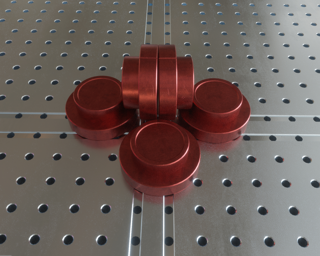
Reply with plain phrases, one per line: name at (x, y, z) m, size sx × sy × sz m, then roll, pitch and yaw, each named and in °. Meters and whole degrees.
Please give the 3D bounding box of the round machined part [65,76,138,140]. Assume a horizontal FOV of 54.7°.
round machined part at (-0.080, -0.034, 0.424) m, size 0.099 × 0.042 × 0.098 m, roll 0°, pitch 50°, yaw 0°

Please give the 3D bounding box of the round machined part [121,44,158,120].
round machined part at (-0.024, -0.058, 0.401) m, size 0.042 × 0.097 × 0.098 m, roll 1°, pitch 50°, yaw 1°

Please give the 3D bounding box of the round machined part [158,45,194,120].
round machined part at (0.019, -0.058, 0.402) m, size 0.042 × 0.097 × 0.098 m, roll -1°, pitch 50°, yaw -1°

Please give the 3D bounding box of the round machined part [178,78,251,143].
round machined part at (0.074, -0.031, 0.422) m, size 0.099 × 0.042 × 0.098 m, roll 0°, pitch 50°, yaw 0°

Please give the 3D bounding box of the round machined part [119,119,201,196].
round machined part at (0.000, 0.028, 0.373) m, size 0.099 × 0.042 × 0.098 m, roll 0°, pitch 50°, yaw 0°
